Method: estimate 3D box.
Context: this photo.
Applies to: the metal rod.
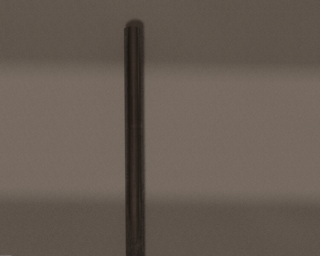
[{"bbox_3d":[-0.034,0.018,0.410,0.025,0.025,0.298,0,90,-1],"label":"metal rod"}]
